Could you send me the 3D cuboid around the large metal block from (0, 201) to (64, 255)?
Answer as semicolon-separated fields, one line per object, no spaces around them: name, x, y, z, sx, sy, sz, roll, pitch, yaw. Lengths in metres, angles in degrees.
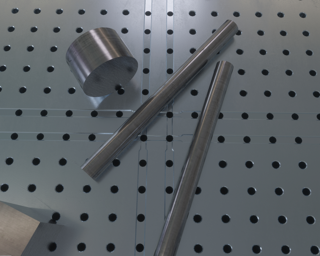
large metal block;-0.158;0.130;0.334;0.050;0.080;0.080;24;72;8

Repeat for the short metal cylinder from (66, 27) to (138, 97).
short metal cylinder;-0.077;-0.086;0.413;0.080;0.080;0.050;-30;73;-10

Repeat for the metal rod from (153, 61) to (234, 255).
metal rod;0.044;0.044;0.396;0.025;0.025;0.300;18;71;6

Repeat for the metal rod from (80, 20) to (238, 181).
metal rod;0.008;-0.048;0.429;0.025;0.025;0.301;40;74;13
